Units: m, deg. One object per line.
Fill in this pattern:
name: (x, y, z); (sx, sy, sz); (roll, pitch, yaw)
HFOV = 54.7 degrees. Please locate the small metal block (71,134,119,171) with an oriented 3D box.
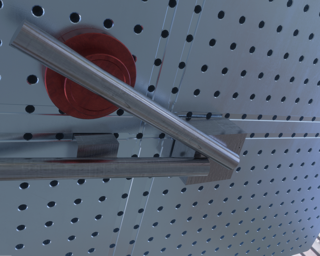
small metal block: (-0.083, 0.035, 0.389); (0.050, 0.025, 0.050); (-1, 119, -29)

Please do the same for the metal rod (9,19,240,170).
metal rod: (-0.008, -0.016, 0.336); (0.301, 0.025, 0.025); (30, 102, -35)

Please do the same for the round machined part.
round machined part: (-0.071, -0.052, 0.330); (0.099, 0.042, 0.097); (-14, 125, -21)

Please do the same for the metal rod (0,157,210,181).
metal rod: (-0.084, 0.047, 0.360); (0.302, 0.025, 0.025); (2, 118, -18)

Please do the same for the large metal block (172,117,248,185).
large metal block: (0.068, 0.032, 0.450); (0.081, 0.050, 0.079); (-2, 120, -28)
